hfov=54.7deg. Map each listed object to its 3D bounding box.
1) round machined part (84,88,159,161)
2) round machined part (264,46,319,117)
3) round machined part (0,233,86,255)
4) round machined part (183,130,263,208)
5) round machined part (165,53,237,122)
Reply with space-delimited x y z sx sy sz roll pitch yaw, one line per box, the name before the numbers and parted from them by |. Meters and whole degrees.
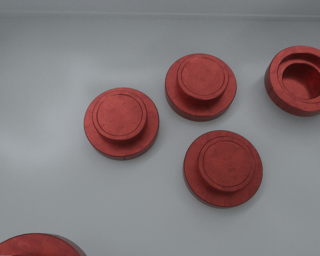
round machined part | -0.050 -0.010 0.404 0.099 0.042 0.098 0 70 -1
round machined part | 0.192 -0.060 0.425 0.099 0.042 0.098 0 70 -1
round machined part | -0.099 0.129 0.228 0.099 0.042 0.098 0 70 -1
round machined part | 0.079 0.048 0.384 0.099 0.042 0.098 0 70 -1
round machined part | 0.056 -0.061 0.424 0.099 0.042 0.098 0 70 -1
